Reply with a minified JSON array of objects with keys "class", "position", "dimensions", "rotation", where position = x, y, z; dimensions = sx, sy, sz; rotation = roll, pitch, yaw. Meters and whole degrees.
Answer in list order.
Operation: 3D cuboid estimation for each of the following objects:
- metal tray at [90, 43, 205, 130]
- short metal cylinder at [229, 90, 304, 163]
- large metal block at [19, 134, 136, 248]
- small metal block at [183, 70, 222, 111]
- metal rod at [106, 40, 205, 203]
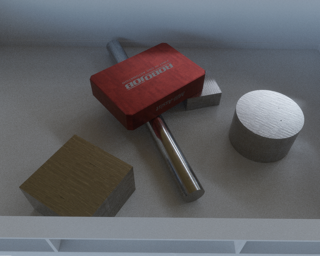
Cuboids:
[{"class":"metal tray","position":[-0.015,-0.061,0.419],"dimensions":[0.131,0.030,0.090],"rotation":[-32,57,-25]},{"class":"short metal cylinder","position":[0.132,-0.003,0.393],"dimensions":[0.081,0.050,0.080],"rotation":[0,50,0]},{"class":"large metal block","position":[-0.084,0.065,0.333],"dimensions":[0.080,0.050,0.080],"rotation":[26,55,20]},{"class":"small metal block","position":[0.056,-0.055,0.452],"dimensions":[0.050,0.025,0.050],"rotation":[-11,51,-10]},{"class":"metal rod","position":[-0.020,-0.031,0.430],"dimensions":[0.025,0.025,0.300],"rotation":[-18,52,-15]}]
